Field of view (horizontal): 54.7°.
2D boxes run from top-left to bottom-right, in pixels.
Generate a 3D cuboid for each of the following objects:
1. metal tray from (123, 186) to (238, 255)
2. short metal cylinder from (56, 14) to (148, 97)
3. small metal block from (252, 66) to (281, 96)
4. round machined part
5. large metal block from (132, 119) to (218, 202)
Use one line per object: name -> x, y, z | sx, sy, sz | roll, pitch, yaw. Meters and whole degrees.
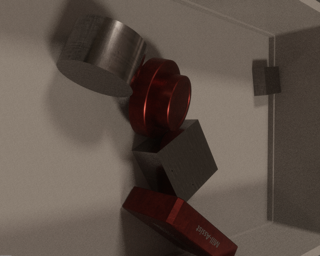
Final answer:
metal tray -> 0.026, 0.124, 0.388 | 0.130, 0.090, 0.030 | 45, 63, -31
short metal cylinder -> -0.059, -0.072, 0.323 | 0.080, 0.080, 0.050 | 28, 73, -37
small metal block -> 0.199, -0.087, 0.576 | 0.050, 0.025, 0.050 | -12, 98, -39
round machined part -> 0.006, -0.033, 0.376 | 0.098, 0.042, 0.097 | -46, 144, -48
large metal block -> 0.022, 0.043, 0.411 | 0.080, 0.050, 0.080 | -38, 113, -34
